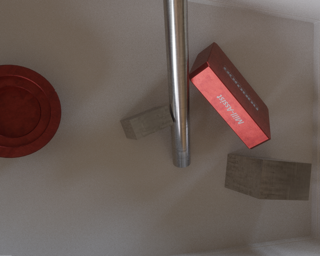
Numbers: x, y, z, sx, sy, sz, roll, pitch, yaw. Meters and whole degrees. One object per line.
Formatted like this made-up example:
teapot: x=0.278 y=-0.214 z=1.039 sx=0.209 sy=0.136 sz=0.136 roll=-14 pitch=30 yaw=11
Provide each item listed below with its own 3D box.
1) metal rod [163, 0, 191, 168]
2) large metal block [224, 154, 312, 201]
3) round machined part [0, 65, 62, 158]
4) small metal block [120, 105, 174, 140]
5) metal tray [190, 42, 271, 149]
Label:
metal rod: x=0.020 y=-0.081 z=0.349 sx=0.025 sy=0.025 sz=0.298 roll=-17 pitch=123 yaw=-20
large metal block: x=0.150 y=0.068 z=0.439 sx=0.081 sy=0.080 sz=0.050 roll=6 pitch=88 yaw=-20
round machined part: x=-0.162 y=-0.018 z=0.342 sx=0.099 sy=0.042 sz=0.097 roll=0 pitch=90 yaw=-21
small metal block: x=-0.018 y=-0.007 z=0.392 sx=0.050 sy=0.050 sz=0.025 roll=-23 pitch=98 yaw=-19
metal tray: x=0.097 y=-0.045 z=0.416 sx=0.130 sy=0.030 sz=0.090 roll=47 pitch=32 yaw=-14
